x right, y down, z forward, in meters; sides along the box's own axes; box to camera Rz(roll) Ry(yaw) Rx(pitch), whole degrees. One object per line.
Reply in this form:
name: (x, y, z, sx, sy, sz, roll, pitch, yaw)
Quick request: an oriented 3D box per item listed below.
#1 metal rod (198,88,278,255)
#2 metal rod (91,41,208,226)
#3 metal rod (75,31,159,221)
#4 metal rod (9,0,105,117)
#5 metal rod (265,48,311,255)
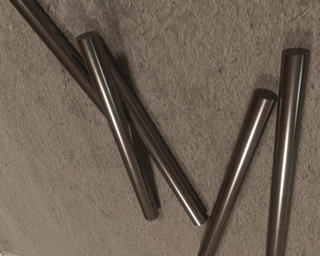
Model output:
metal rod: (0.092, 0.085, 0.410, 0.025, 0.025, 0.298, 20, 126, 16)
metal rod: (-0.015, 0.012, 0.420, 0.025, 0.025, 0.299, -21, 108, 35)
metal rod: (-0.046, 0.020, 0.416, 0.025, 0.025, 0.298, 4, 128, 26)
metal rod: (-0.143, -0.120, 0.405, 0.025, 0.025, 0.300, -31, 101, 38)
metal rod: (0.145, 0.057, 0.365, 0.025, 0.025, 0.298, 7, 122, 24)
